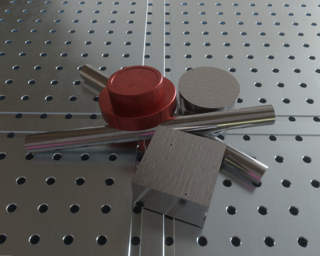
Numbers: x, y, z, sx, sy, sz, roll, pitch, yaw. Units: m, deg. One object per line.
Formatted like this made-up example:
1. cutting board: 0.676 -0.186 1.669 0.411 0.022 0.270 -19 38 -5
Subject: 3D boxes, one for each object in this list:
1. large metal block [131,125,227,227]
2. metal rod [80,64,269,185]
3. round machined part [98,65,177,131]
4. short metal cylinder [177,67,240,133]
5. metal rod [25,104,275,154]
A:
1. large metal block: 0.022 0.052 0.345 0.080 0.050 0.080 16 52 12
2. metal rod: 0.003 -0.016 0.421 0.300 0.025 0.025 31 57 23
3. round machined part: -0.029 -0.044 0.389 0.099 0.042 0.098 -4 41 4
4. short metal cylinder: 0.064 -0.039 0.424 0.081 0.050 0.080 0 50 0
5. metal rod: -0.014 0.002 0.382 0.302 0.025 0.025 -7 50 3
